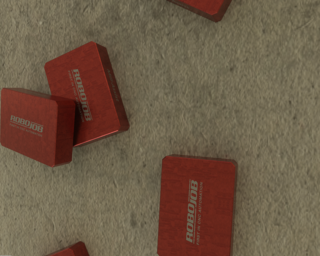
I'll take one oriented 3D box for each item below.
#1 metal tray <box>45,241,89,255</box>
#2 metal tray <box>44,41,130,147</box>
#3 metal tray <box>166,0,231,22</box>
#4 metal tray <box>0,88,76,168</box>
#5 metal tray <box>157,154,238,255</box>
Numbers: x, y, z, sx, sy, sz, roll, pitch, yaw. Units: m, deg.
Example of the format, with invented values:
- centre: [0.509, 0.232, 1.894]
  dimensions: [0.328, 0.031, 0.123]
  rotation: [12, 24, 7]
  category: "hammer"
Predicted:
- centre: [-0.131, 0.244, 0.450]
  dimensions: [0.090, 0.030, 0.130]
  rotation: [-27, 81, 17]
  category: "metal tray"
- centre: [-0.106, -0.046, 0.442]
  dimensions: [0.090, 0.030, 0.129]
  rotation: [-19, 84, 18]
  category: "metal tray"
- centre: [0.038, -0.203, 0.392]
  dimensions: [0.130, 0.030, 0.090]
  rotation: [31, 100, 17]
  category: "metal tray"
- centre: [-0.179, -0.005, 0.446]
  dimensions: [0.130, 0.030, 0.089]
  rotation: [14, 104, 32]
  category: "metal tray"
- centre: [0.047, 0.102, 0.389]
  dimensions: [0.090, 0.030, 0.129]
  rotation: [4, 91, 19]
  category: "metal tray"
